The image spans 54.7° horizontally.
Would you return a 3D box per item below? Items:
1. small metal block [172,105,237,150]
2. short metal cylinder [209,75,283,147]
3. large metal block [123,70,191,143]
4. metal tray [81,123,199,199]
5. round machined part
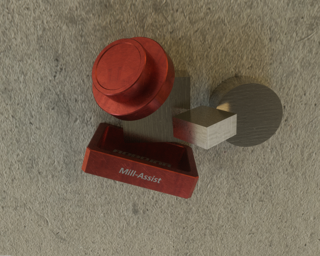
[{"bbox_3d":[0.050,-0.003,0.348,0.050,0.050,0.025,-22,118,-37],"label":"small metal block"},{"bbox_3d":[0.105,-0.023,0.391,0.081,0.050,0.079,0,110,0],"label":"short metal cylinder"},{"bbox_3d":[-0.005,-0.029,0.388,0.080,0.050,0.079,-1,110,0],"label":"large metal block"},{"bbox_3d":[-0.022,0.037,0.389,0.131,0.090,0.030,16,110,-6],"label":"metal tray"},{"bbox_3d":[-0.037,-0.061,0.349,0.098,0.098,0.042,-35,151,11],"label":"round machined part"}]
